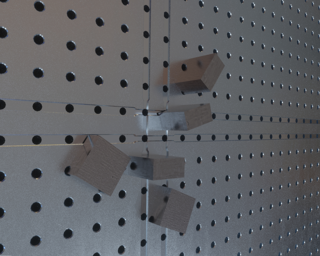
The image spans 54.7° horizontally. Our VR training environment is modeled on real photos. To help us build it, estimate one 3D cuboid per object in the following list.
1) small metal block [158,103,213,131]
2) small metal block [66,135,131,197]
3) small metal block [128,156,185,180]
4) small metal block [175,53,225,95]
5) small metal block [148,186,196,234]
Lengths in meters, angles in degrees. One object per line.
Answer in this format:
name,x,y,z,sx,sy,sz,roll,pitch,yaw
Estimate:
small metal block,0.035,-0.015,0.425,0.050,0.050,0.025,-20,103,-39
small metal block,-0.069,0.043,0.353,0.050,0.025,0.050,41,65,-33
small metal block,-0.005,0.049,0.391,0.050,0.050,0.025,3,89,-40
small metal block,0.057,-0.077,0.443,0.025,0.050,0.050,46,63,-31
small metal block,0.017,0.112,0.426,0.050,0.025,0.050,31,71,-36
